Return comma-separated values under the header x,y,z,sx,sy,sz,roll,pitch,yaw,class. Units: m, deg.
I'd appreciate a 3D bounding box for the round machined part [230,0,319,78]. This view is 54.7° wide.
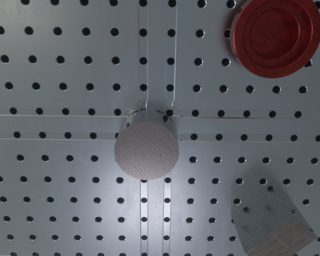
x,y,z,sx,sy,sz,roll,pitch,yaw,class
0.131,-0.111,0.365,0.099,0.042,0.097,0,110,0,round machined part

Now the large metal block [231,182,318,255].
x,y,z,sx,sy,sz,roll,pitch,yaw,class
0.155,0.137,0.436,0.050,0.080,0.080,42,105,-14,large metal block

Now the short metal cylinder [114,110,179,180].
x,y,z,sx,sy,sz,roll,pitch,yaw,class
-0.017,0.021,0.408,0.081,0.050,0.079,0,110,0,short metal cylinder
